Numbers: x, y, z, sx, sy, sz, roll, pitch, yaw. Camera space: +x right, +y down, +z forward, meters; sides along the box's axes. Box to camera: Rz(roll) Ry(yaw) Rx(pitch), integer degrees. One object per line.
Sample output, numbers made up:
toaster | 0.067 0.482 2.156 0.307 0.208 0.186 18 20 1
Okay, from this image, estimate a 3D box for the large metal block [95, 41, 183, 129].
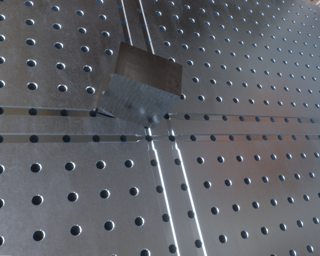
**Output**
large metal block | -0.027 -0.049 0.388 0.080 0.080 0.050 18 55 -18
